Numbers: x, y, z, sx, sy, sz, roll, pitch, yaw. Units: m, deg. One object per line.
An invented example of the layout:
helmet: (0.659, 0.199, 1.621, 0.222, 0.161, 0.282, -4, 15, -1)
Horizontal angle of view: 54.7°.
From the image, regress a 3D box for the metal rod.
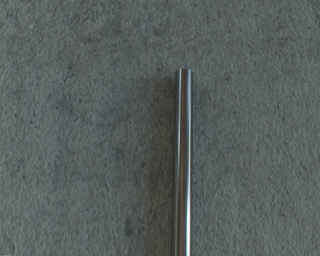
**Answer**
metal rod: (0.028, 0.063, 0.385, 0.025, 0.025, 0.299, 2, 70, 0)
